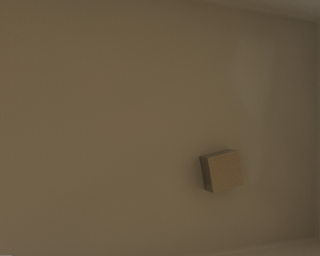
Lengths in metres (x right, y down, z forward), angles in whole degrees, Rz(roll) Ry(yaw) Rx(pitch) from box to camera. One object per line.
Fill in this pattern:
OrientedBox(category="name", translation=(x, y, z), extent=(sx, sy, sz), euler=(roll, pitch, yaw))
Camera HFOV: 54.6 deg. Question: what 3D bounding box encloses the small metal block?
OrientedBox(category="small metal block", translation=(0.088, 0.060, 0.443), extent=(0.050, 0.025, 0.050), euler=(-11, 94, -20))
